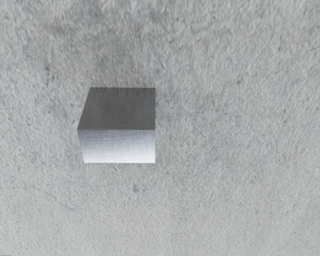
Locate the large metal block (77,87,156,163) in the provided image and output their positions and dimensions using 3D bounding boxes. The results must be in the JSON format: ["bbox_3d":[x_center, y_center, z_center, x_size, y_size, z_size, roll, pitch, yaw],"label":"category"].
[{"bbox_3d":[-0.046,-0.005,0.366,0.081,0.080,0.050,0,130,-1],"label":"large metal block"}]
